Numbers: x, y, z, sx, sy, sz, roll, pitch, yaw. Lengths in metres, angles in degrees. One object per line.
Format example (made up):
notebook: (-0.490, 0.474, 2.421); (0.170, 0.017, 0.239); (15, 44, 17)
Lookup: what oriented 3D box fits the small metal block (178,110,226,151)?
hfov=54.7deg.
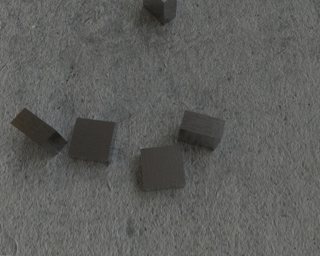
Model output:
small metal block: (0.051, 0.004, 0.394); (0.050, 0.050, 0.025); (15, 71, 5)

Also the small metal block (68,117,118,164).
small metal block: (-0.086, 0.017, 0.401); (0.050, 0.025, 0.050); (7, 70, 2)

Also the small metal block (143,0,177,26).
small metal block: (-0.001, -0.192, 0.465); (0.025, 0.050, 0.050); (-39, 75, -13)

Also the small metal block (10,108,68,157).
small metal block: (-0.151, 0.007, 0.391); (0.050, 0.050, 0.025); (34, 74, 11)

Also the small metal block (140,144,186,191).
small metal block: (0.003, 0.051, 0.389); (0.050, 0.025, 0.050); (-6, 70, -3)
